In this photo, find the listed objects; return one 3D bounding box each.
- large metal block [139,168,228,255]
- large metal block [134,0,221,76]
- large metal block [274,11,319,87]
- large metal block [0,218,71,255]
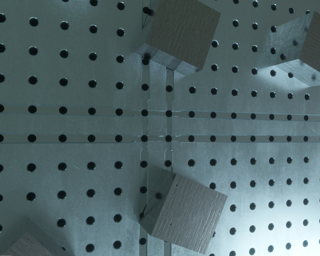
[{"bbox_3d":[0.030,0.109,0.410,0.080,0.050,0.080,26,82,-18],"label":"large metal block"},{"bbox_3d":[0.022,-0.124,0.407,0.080,0.050,0.080,21,83,-19],"label":"large metal block"},{"bbox_3d":[0.240,-0.121,0.487,0.080,0.050,0.080,24,82,-19],"label":"large metal block"},{"bbox_3d":[-0.149,0.164,0.345,0.080,0.050,0.080,-44,104,-15],"label":"large metal block"}]
